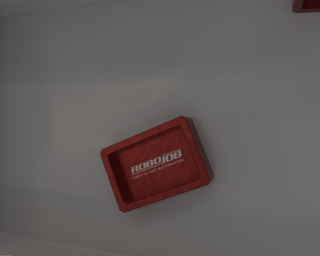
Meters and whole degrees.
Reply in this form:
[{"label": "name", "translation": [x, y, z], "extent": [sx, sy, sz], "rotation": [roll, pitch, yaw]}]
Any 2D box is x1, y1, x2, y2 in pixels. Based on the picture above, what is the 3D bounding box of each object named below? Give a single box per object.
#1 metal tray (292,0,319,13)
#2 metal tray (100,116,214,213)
[{"label": "metal tray", "translation": [0.178, -0.147, 0.292], "extent": [0.090, 0.130, 0.030], "rotation": [4, 92, 20]}, {"label": "metal tray", "translation": [-0.006, 0.049, 0.409], "extent": [0.130, 0.030, 0.090], "rotation": [-23, 83, 18]}]
